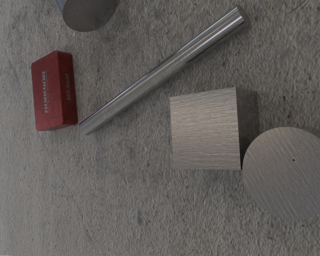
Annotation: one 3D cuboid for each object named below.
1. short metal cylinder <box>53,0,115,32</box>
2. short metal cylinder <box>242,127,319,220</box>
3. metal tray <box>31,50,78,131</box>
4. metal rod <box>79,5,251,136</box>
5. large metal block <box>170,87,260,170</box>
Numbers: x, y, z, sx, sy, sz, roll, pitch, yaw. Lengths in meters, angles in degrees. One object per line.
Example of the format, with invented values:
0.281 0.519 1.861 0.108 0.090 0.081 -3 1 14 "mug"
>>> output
-0.115 -0.192 0.464 0.080 0.081 0.050 -44 64 31 "short metal cylinder"
0.125 0.039 0.286 0.080 0.050 0.079 0 90 40 "short metal cylinder"
-0.193 -0.064 0.561 0.090 0.030 0.129 -11 83 39 "metal tray"
-0.016 -0.060 0.417 0.299 0.025 0.025 -30 71 36 "metal rod"
0.060 0.003 0.339 0.080 0.050 0.080 -5 87 40 "large metal block"
